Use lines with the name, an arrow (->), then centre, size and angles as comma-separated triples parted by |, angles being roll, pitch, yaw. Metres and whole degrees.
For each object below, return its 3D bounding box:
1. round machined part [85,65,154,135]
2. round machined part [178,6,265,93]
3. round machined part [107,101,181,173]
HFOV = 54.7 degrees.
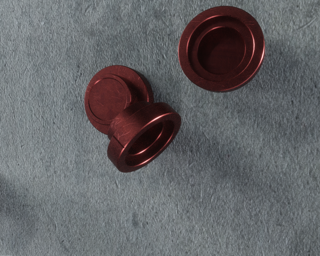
round machined part -> -0.062, -0.037, 0.422 | 0.098, 0.042, 0.097 | 0, 90, 20
round machined part -> 0.075, -0.091, 0.373 | 0.098, 0.042, 0.097 | 0, 90, 20
round machined part -> -0.024, 0.006, 0.379 | 0.042, 0.098, 0.098 | 46, 104, 23
